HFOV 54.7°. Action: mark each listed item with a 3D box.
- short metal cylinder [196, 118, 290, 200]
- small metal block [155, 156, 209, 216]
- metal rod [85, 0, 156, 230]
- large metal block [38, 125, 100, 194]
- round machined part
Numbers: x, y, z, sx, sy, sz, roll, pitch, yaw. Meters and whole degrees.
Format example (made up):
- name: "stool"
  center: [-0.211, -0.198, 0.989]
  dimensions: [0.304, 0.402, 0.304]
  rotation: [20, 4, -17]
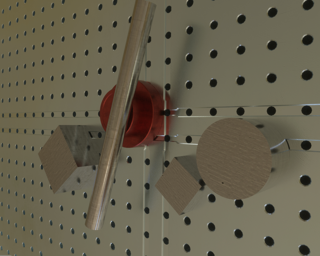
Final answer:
- name: "short metal cylinder"
  center: [0.085, 0.030, 0.322]
  dimensions: [0.080, 0.050, 0.079]
  rotation: [0, 90, 39]
- name: "small metal block"
  center: [0.028, 0.070, 0.384]
  dimensions: [0.050, 0.025, 0.050]
  rotation: [46, 117, 30]
- name: "metal rod"
  center: [-0.054, -0.007, 0.396]
  dimensions: [0.025, 0.025, 0.298]
  rotation: [24, 105, 37]
- name: "large metal block"
  center: [-0.149, 0.051, 0.513]
  dimensions: [0.080, 0.050, 0.080]
  rotation: [-45, 63, 30]
- name: "round machined part"
  center: [-0.047, -0.021, 0.435]
  dimensions: [0.098, 0.042, 0.097]
  rotation: [0, 90, 39]
